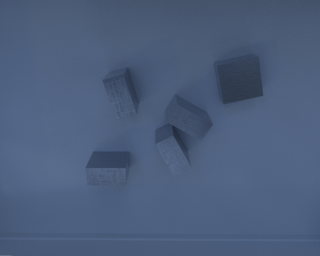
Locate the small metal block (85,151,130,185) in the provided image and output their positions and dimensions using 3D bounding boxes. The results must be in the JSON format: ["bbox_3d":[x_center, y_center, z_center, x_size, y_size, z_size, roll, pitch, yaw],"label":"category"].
[{"bbox_3d":[-0.069,0.053,0.417,0.050,0.050,0.025,0,110,-1],"label":"small metal block"}]

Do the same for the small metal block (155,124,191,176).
[{"bbox_3d":[0.017,0.026,0.408,0.025,0.050,0.050,-27,108,9],"label":"small metal block"}]

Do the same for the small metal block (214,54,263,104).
[{"bbox_3d":[0.098,-0.062,0.390,0.050,0.025,0.050,-12,110,4],"label":"small metal block"}]

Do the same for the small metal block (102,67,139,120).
[{"bbox_3d":[-0.046,-0.044,0.381,0.025,0.050,0.050,-15,110,5],"label":"small metal block"}]

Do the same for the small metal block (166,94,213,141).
[{"bbox_3d":[0.035,-0.014,0.393,0.050,0.050,0.025,28,108,-10],"label":"small metal block"}]
